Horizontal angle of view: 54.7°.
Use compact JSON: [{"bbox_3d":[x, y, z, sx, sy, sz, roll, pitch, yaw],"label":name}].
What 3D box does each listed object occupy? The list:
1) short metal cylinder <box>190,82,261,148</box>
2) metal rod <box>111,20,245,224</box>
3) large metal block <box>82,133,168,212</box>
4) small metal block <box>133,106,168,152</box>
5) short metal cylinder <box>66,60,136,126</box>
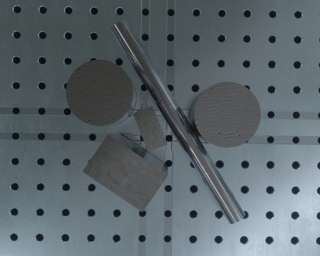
[{"bbox_3d":[0.081,-0.016,0.398,0.081,0.050,0.079,0,90,0],"label":"short metal cylinder"},{"bbox_3d":[0.024,-0.008,0.410,0.025,0.025,0.299,-31,90,0],"label":"metal rod"},{"bbox_3d":[-0.038,0.050,0.381,0.080,0.080,0.050,34,91,0],"label":"large metal block"},{"bbox_3d":[-0.012,0.001,0.397,0.025,0.050,0.050,-21,90,0],"label":"small metal block"},{"bbox_3d":[-0.073,-0.042,0.396,0.081,0.050,0.079,0,90,0],"label":"short metal cylinder"}]
